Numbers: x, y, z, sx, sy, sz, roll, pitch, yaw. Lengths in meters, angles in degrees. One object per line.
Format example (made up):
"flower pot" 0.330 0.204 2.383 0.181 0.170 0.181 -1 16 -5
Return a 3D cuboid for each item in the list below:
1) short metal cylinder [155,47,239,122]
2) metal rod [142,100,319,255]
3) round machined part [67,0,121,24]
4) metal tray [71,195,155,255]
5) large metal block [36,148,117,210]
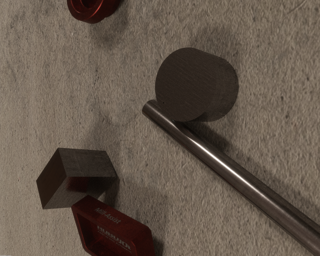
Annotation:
"short metal cylinder" 0.041 -0.047 0.353 0.080 0.050 0.079 0 90 39
"metal rod" 0.084 0.053 0.334 0.300 0.025 0.025 40 114 32
"round machined part" -0.095 -0.208 0.470 0.098 0.042 0.097 0 90 39
"metal tray" -0.065 0.156 0.431 0.130 0.030 0.089 15 123 38
"large metal block" -0.127 0.077 0.467 0.080 0.081 0.050 -49 52 28
